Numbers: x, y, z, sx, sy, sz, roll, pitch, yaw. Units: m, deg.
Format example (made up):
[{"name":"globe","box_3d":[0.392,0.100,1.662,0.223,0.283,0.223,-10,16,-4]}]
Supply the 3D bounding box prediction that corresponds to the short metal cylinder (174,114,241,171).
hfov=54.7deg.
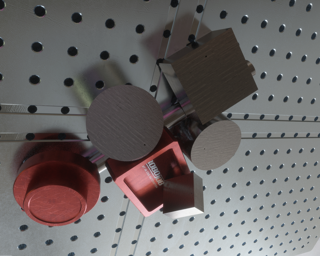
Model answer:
[{"name":"short metal cylinder","box_3d":[0.066,0.013,0.438,0.081,0.050,0.079,-14,124,-21]}]

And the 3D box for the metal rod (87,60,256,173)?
[{"name":"metal rod","box_3d":[-0.003,-0.003,0.410,0.301,0.025,0.025,-32,129,-7]}]

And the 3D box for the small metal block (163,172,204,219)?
[{"name":"small metal block","box_3d":[0.032,0.095,0.434,0.050,0.050,0.025,-21,139,30]}]

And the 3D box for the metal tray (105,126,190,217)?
[{"name":"metal tray","box_3d":[-0.007,0.065,0.425,0.090,0.030,0.130,-33,142,-7]}]

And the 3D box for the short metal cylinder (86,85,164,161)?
[{"name":"short metal cylinder","box_3d":[-0.037,-0.003,0.346,0.081,0.050,0.080,0,82,-3]}]

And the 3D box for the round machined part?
[{"name":"round machined part","box_3d":[-0.121,0.077,0.365,0.099,0.042,0.097,-5,124,-7]}]

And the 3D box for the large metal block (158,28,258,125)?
[{"name":"large metal block","box_3d":[0.057,-0.062,0.372,0.080,0.050,0.080,-32,109,-7]}]
